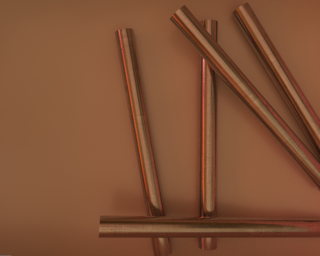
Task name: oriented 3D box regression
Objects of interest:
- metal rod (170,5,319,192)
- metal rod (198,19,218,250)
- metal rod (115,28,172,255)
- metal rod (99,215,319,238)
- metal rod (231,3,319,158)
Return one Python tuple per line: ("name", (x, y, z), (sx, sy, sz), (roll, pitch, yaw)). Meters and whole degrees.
("metal rod", (0.122, -0.032, 0.396), (0.025, 0.025, 0.300), (-43, 97, 0))
("metal rod", (0.064, 0.009, 0.412), (0.025, 0.025, 0.298), (0, 90, -1))
("metal rod", (-0.022, 0.019, 0.411), (0.025, 0.025, 0.298), (-10, 90, 0))
("metal rod", (0.078, 0.124, 0.388), (0.302, 0.025, 0.025), (4, 90, -10))
("metal rod", (0.185, -0.032, 0.413), (0.025, 0.025, 0.299), (-32, 90, 0))
